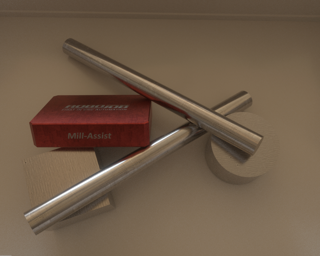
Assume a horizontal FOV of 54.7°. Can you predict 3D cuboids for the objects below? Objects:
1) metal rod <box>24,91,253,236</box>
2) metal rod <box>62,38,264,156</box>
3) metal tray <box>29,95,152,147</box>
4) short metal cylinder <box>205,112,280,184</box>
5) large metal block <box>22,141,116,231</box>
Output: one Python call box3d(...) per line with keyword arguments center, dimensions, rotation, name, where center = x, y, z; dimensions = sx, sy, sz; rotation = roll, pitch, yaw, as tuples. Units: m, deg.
box3d(center=(-0.004, 0.026, 0.359), dimensions=(0.302, 0.025, 0.025), rotation=(-29, 72, -25), name="metal rod")
box3d(center=(-0.013, -0.050, 0.395), dimensions=(0.300, 0.025, 0.025), rotation=(30, 72, 23), name="metal rod")
box3d(center=(-0.077, -0.011, 0.379), dimensions=(0.131, 0.030, 0.090), rotation=(0, 26, 1), name="metal tray")
box3d(center=(0.100, 0.026, 0.385), dimensions=(0.081, 0.050, 0.080), rotation=(0, 70, 0), name="short metal cylinder")
box3d(center=(-0.105, 0.068, 0.365), dimensions=(0.081, 0.050, 0.080), rotation=(-18, 71, -7), name="large metal block")
